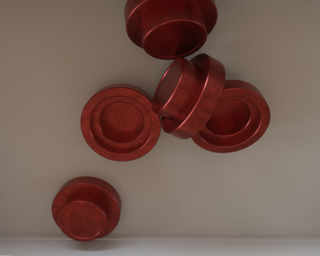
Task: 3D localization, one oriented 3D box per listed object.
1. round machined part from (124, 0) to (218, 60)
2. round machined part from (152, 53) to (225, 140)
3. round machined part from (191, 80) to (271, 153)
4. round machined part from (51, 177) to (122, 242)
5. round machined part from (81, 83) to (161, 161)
[{"bbox_3d":[0.013,-0.109,0.331,0.099,0.098,0.042,-10,70,3],"label":"round machined part"},{"bbox_3d":[0.025,-0.040,0.347,0.042,0.098,0.097,24,109,-19],"label":"round machined part"},{"bbox_3d":[0.082,-0.018,0.386,0.099,0.042,0.097,-1,128,-1],"label":"round machined part"},{"bbox_3d":[-0.107,0.123,0.446,0.099,0.042,0.097,0,110,0],"label":"round machined part"},{"bbox_3d":[-0.048,-0.010,0.398,0.099,0.042,0.097,0,110,0],"label":"round machined part"}]
